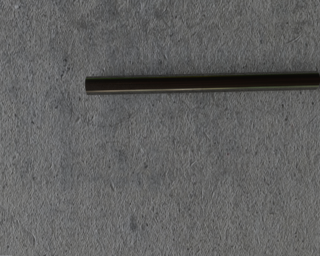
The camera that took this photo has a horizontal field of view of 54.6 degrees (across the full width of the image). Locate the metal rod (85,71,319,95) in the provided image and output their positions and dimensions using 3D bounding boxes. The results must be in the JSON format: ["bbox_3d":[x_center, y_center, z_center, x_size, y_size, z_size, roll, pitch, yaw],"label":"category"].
[{"bbox_3d":[0.055,-0.059,0.410,0.302,0.025,0.025,-1,90,0],"label":"metal rod"}]
